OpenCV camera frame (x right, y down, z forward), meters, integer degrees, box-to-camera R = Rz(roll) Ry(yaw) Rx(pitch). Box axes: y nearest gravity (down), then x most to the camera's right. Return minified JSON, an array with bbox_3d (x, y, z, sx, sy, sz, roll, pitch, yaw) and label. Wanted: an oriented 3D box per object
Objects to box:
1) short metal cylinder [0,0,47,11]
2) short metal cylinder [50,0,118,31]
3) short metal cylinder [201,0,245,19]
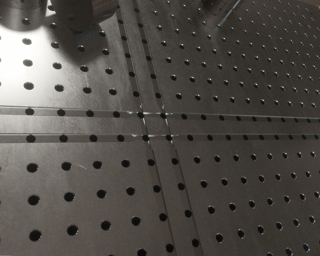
[{"bbox_3d":[-0.190,-0.207,0.417,0.081,0.050,0.080,14,56,-21],"label":"short metal cylinder"},{"bbox_3d":[-0.106,-0.182,0.428,0.080,0.080,0.050,43,51,1],"label":"short metal cylinder"},{"bbox_3d":[0.131,-0.271,0.631,0.081,0.050,0.080,14,56,-21],"label":"short metal cylinder"}]
